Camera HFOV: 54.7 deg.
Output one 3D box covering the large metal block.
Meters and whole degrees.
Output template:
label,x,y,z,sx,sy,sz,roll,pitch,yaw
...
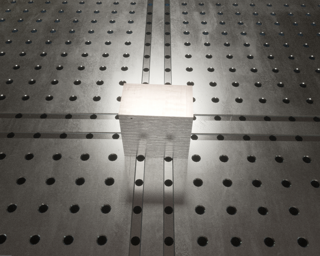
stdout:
label,x,y,z,sx,sy,sz,roll,pitch,yaw
large metal block,-0.003,-0.007,0.378,0.081,0.080,0.050,2,50,1
